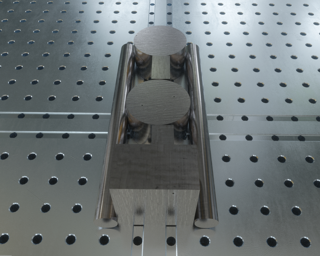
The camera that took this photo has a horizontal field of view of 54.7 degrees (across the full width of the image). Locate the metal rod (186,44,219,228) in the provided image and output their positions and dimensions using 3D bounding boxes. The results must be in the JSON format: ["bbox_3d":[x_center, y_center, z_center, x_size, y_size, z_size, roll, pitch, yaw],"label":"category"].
[{"bbox_3d":[0.051,-0.015,0.419,0.025,0.025,0.300,1,50,1],"label":"metal rod"}]

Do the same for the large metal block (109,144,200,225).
[{"bbox_3d":[-0.004,0.061,0.321,0.080,0.080,0.050,1,50,0],"label":"large metal block"}]

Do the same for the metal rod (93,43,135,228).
[{"bbox_3d":[-0.054,-0.016,0.419,0.025,0.025,0.300,1,50,1],"label":"metal rod"}]

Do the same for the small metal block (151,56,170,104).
[{"bbox_3d":[0.001,-0.069,0.447,0.025,0.050,0.050,1,50,1],"label":"small metal block"}]

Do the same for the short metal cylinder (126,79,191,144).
[{"bbox_3d":[-0.002,-0.018,0.406,0.080,0.050,0.080,0,50,0],"label":"short metal cylinder"}]

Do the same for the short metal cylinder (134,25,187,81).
[{"bbox_3d":[0.000,-0.118,0.490,0.080,0.050,0.080,0,50,0],"label":"short metal cylinder"}]

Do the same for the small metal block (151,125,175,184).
[{"bbox_3d":[0.003,0.032,0.364,0.025,0.050,0.050,0,50,0],"label":"small metal block"}]
